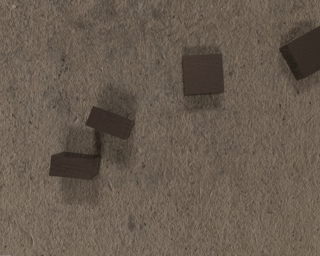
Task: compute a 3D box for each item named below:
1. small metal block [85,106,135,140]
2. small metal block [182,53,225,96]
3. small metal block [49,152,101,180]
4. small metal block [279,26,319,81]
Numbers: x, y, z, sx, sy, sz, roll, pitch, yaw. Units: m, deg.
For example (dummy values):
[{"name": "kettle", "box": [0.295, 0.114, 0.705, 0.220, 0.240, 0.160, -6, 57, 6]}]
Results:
[{"name": "small metal block", "box": [-0.062, -0.006, 0.397, 0.050, 0.050, 0.025, 21, 90, -1]}, {"name": "small metal block", "box": [0.056, -0.070, 0.411, 0.050, 0.025, 0.050, -4, 90, -1]}, {"name": "small metal block", "box": [-0.107, 0.047, 0.396, 0.050, 0.050, 0.025, 6, 90, -1]}, {"name": "small metal block", "box": [0.198, -0.099, 0.413, 0.050, 0.025, 0.050, -29, 90, -1]}]
